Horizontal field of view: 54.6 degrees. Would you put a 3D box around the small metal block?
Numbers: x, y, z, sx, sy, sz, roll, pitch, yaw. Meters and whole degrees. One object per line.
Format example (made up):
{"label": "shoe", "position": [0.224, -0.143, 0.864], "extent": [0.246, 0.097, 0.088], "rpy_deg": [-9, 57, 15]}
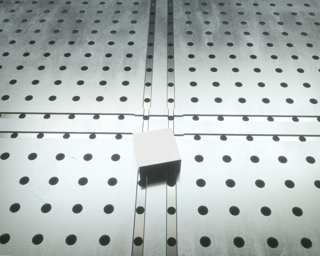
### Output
{"label": "small metal block", "position": [-0.005, 0.030, 0.383], "extent": [0.050, 0.025, 0.050], "rpy_deg": [-9, 51, -8]}
